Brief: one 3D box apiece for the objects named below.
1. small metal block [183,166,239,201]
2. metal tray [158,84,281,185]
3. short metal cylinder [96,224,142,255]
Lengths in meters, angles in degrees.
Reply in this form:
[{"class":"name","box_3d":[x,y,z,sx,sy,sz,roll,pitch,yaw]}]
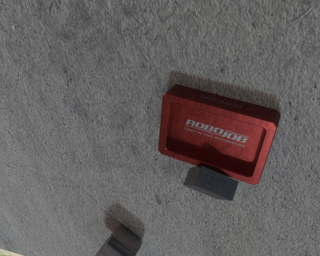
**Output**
[{"class":"small metal block","box_3d":[0.063,0.070,0.393,0.050,0.025,0.050,23,166,-6]},{"class":"metal tray","box_3d":[0.066,0.007,0.373,0.130,0.030,0.089,17,125,18]},{"class":"short metal cylinder","box_3d":[-0.076,0.218,0.546,0.050,0.080,0.080,38,129,2]}]
